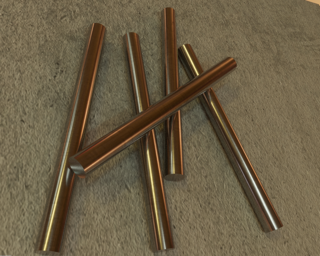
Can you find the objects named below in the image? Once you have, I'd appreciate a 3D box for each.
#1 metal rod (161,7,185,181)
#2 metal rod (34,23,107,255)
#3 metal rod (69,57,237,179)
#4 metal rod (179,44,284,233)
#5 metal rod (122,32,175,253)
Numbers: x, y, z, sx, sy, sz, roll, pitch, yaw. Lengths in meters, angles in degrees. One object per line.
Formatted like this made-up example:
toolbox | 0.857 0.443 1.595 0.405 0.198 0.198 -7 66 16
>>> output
metal rod | 0.016 -0.068 0.453 0.025 0.025 0.299 13 56 -21
metal rod | -0.095 -0.013 0.360 0.025 0.025 0.300 16 55 -19
metal rod | 0.015 -0.031 0.396 0.025 0.025 0.302 49 51 6
metal rod | 0.094 0.002 0.452 0.025 0.025 0.299 -10 67 -32
metal rod | -0.020 -0.002 0.394 0.025 0.025 0.299 4 60 -26
